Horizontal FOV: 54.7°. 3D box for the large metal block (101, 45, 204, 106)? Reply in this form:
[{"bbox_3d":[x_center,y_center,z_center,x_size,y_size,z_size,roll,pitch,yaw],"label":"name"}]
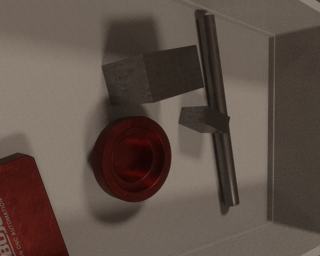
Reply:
[{"bbox_3d":[-0.009,-0.061,0.365,0.081,0.080,0.050,-21,104,-38],"label":"large metal block"}]

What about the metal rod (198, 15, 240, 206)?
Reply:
[{"bbox_3d":[0.094,-0.022,0.487,0.025,0.025,0.298,-16,100,-39],"label":"metal rod"}]

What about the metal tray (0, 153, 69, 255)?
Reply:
[{"bbox_3d":[-0.144,0.098,0.283,0.091,0.030,0.129,-24,105,-38],"label":"metal tray"}]

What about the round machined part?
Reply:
[{"bbox_3d":[-0.036,0.035,0.367,0.099,0.042,0.097,0,90,-40],"label":"round machined part"}]

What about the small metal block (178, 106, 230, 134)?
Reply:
[{"bbox_3d":[0.064,-0.011,0.446,0.050,0.050,0.025,21,77,-38],"label":"small metal block"}]
